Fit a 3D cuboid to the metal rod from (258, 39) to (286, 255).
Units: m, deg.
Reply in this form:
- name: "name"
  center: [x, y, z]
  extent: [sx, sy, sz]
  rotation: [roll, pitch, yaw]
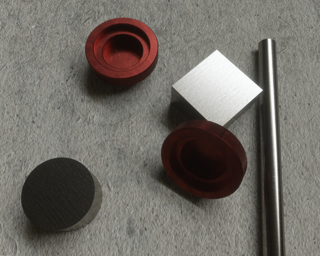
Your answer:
- name: "metal rod"
  center: [0.143, 0.017, 0.402]
  extent: [0.025, 0.025, 0.299]
  rotation: [5, 70, 2]

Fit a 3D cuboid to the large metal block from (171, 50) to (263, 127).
- name: "large metal block"
  center: [0.072, -0.042, 0.410]
  extent: [0.080, 0.050, 0.080]
  rotation: [-40, 75, -13]

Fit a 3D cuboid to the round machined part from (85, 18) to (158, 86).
- name: "round machined part"
  center: [-0.051, -0.102, 0.436]
  extent: [0.099, 0.042, 0.098]
  rotation: [0, 70, 0]

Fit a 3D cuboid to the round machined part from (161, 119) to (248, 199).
- name: "round machined part"
  center: [0.054, 0.032, 0.367]
  extent: [0.098, 0.097, 0.042]
  rotation: [31, 40, 10]

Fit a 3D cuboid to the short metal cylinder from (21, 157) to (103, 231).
- name: "short metal cylinder"
  center: [-0.112, 0.079, 0.365]
  extent: [0.081, 0.050, 0.080]
  rotation: [0, 70, 0]
